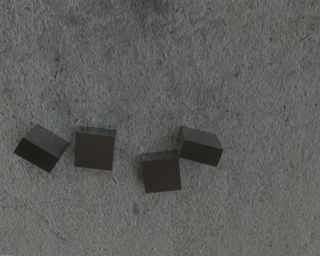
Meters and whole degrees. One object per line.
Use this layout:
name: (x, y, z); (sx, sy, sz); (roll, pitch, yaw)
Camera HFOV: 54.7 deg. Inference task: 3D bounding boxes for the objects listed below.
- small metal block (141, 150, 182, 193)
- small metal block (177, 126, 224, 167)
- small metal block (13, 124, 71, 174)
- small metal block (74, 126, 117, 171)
small metal block: (0.002, 0.061, 0.432); (0.050, 0.025, 0.050); (-6, 110, 2)
small metal block: (0.051, 0.023, 0.405); (0.050, 0.050, 0.025); (15, 110, -6)
small metal block: (-0.152, 0.026, 0.404); (0.050, 0.050, 0.025); (34, 107, -12)
small metal block: (-0.087, 0.027, 0.419); (0.050, 0.025, 0.050); (7, 110, -3)
